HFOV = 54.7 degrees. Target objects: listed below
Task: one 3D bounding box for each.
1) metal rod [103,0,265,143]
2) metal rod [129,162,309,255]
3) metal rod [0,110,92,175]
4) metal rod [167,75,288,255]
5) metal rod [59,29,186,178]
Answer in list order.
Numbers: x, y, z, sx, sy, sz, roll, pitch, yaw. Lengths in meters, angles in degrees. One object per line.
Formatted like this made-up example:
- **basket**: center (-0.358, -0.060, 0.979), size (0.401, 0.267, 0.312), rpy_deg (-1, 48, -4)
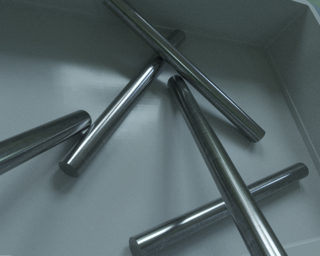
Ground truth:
- **metal rod**: center (0.042, -0.083, 0.452), size (0.300, 0.025, 0.025), rpy_deg (41, 51, -11)
- **metal rod**: center (0.097, 0.095, 0.399), size (0.303, 0.025, 0.025), rpy_deg (-13, 69, -34)
- **metal rod**: center (-0.135, 0.030, 0.226), size (0.025, 0.025, 0.301), rpy_deg (44, 23, 2)
- **metal rod**: center (0.054, 0.019, 0.343), size (0.025, 0.025, 0.300), rpy_deg (12, 31, -22)
- **metal rod**: center (-0.032, -0.054, 0.420), size (0.025, 0.025, 0.301), rpy_deg (36, 51, -4)
